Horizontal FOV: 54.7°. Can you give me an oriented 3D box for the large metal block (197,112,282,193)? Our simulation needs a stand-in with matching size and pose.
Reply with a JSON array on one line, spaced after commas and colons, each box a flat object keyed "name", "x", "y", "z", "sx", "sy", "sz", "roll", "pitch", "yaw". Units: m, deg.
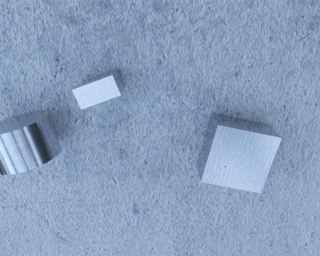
[{"name": "large metal block", "x": 0.100, "y": 0.032, "z": 0.409, "sx": 0.081, "sy": 0.050, "sz": 0.079, "roll": 11, "pitch": 110, "yaw": -5}]

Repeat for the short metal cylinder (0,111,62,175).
[{"name": "short metal cylinder", "x": -0.171, "y": 0.016, "z": 0.385, "sx": 0.080, "sy": 0.080, "sz": 0.050, "roll": -12, "pitch": 110, "yaw": 4}]

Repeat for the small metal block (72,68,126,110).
[{"name": "small metal block", "x": -0.073, "y": -0.049, "z": 0.378, "sx": 0.050, "sy": 0.050, "sz": 0.025, "roll": -19, "pitch": 109, "yaw": 7}]
